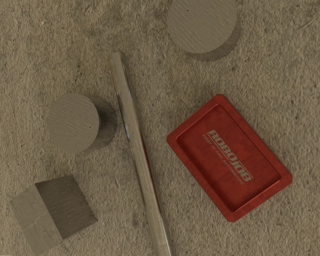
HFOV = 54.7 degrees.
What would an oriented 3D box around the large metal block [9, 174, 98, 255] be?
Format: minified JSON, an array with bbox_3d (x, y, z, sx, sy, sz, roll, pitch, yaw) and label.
[{"bbox_3d":[-0.145,0.117,0.431,0.050,0.080,0.080,-35,79,17],"label":"large metal block"}]

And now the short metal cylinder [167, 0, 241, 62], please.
[{"bbox_3d":[0.055,-0.125,0.376,0.080,0.050,0.079,0,90,20],"label":"short metal cylinder"}]

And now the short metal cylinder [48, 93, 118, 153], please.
[{"bbox_3d":[-0.107,-0.007,0.433,0.080,0.050,0.079,0,90,20],"label":"short metal cylinder"}]

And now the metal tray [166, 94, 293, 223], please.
[{"bbox_3d":[0.082,0.035,0.377,0.090,0.030,0.130,-41,77,15],"label":"metal tray"}]

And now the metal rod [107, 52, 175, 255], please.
[{"bbox_3d":[-0.024,0.043,0.417,0.025,0.025,0.298,-16,85,19],"label":"metal rod"}]
